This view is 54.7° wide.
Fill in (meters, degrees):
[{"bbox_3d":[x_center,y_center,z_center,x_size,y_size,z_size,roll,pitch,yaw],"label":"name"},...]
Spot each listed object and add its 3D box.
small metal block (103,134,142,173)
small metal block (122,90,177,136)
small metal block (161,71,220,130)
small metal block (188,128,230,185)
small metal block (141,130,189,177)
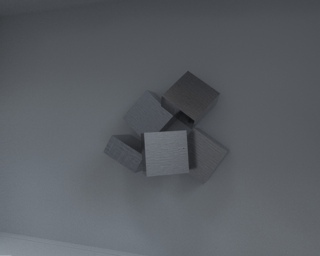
[{"bbox_3d":[-0.037,0.032,0.407,0.050,0.050,0.025,31,100,17],"label":"small metal block"},{"bbox_3d":[-0.013,-0.014,0.411,0.050,0.025,0.050,45,104,14],"label":"small metal block"},{"bbox_3d":[0.037,-0.035,0.383,0.050,0.025,0.050,39,69,15],"label":"small metal block"},{"bbox_3d":[0.051,0.034,0.390,0.050,0.025,0.050,37,101,16],"label":"small metal block"},{"bbox_3d":[0.005,0.029,0.368,0.050,0.025,0.050,-3,89,-13],"label":"small metal block"}]
